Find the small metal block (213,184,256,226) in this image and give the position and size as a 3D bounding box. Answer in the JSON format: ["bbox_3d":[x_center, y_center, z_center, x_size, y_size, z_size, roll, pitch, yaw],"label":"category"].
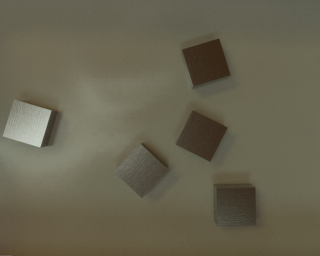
[{"bbox_3d":[0.099,0.102,0.412,0.050,0.025,0.050,-1,90,0],"label":"small metal block"}]

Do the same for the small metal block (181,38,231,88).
[{"bbox_3d":[0.060,-0.085,0.412,0.050,0.025,0.050,-17,90,0],"label":"small metal block"}]

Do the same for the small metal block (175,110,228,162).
[{"bbox_3d":[0.054,0.010,0.412,0.050,0.025,0.050,27,90,0],"label":"small metal block"}]

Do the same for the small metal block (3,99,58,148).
[{"bbox_3d":[-0.171,-0.006,0.410,0.050,0.025,0.050,17,90,0],"label":"small metal block"}]

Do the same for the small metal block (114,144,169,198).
[{"bbox_3d":[-0.024,0.055,0.411,0.050,0.025,0.050,43,90,0],"label":"small metal block"}]
